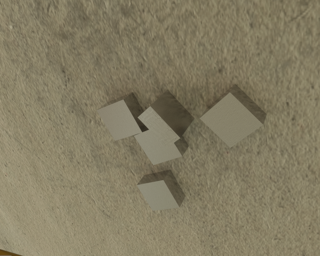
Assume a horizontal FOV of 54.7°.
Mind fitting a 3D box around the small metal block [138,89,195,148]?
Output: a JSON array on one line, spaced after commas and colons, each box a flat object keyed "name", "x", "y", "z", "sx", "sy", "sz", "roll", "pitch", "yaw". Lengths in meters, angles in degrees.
[{"name": "small metal block", "x": 0.009, "y": -0.012, "z": 0.377, "sx": 0.050, "sy": 0.050, "sz": 0.025, "roll": 47, "pitch": 128, "yaw": -5}]

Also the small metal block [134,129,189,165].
[{"name": "small metal block", "x": 0.002, "y": 0.017, "z": 0.415, "sx": 0.050, "sy": 0.025, "sz": 0.050, "roll": -22, "pitch": 107, "yaw": 36}]

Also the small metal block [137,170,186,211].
[{"name": "small metal block", "x": 0.002, "y": 0.094, "z": 0.462, "sx": 0.050, "sy": 0.025, "sz": 0.050, "roll": -18, "pitch": 109, "yaw": 34}]

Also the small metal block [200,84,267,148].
[{"name": "small metal block", "x": 0.083, "y": -0.013, "z": 0.354, "sx": 0.050, "sy": 0.025, "sz": 0.050, "roll": 44, "pitch": 129, "yaw": -3}]

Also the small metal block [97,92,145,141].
[{"name": "small metal block", "x": -0.049, "y": -0.015, "z": 0.422, "sx": 0.050, "sy": 0.025, "sz": 0.050, "roll": -17, "pitch": 109, "yaw": 34}]
